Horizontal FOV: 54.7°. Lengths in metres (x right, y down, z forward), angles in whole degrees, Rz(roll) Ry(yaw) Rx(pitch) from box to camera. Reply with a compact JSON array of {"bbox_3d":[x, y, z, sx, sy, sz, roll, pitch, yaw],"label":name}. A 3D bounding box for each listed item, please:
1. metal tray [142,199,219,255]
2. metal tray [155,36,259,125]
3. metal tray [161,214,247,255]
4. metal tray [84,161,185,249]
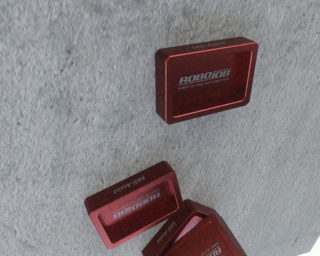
[{"bbox_3d":[0.041,0.193,0.547,0.090,0.030,0.130,31,101,-38],"label":"metal tray"},{"bbox_3d":[0.060,-0.062,0.399,0.131,0.030,0.089,-14,125,-21],"label":"metal tray"},{"bbox_3d":[0.067,0.215,0.504,0.130,0.090,0.030,-43,141,13],"label":"metal tray"},{"bbox_3d":[-0.033,0.114,0.457,0.131,0.030,0.090,-25,128,-14],"label":"metal tray"}]
